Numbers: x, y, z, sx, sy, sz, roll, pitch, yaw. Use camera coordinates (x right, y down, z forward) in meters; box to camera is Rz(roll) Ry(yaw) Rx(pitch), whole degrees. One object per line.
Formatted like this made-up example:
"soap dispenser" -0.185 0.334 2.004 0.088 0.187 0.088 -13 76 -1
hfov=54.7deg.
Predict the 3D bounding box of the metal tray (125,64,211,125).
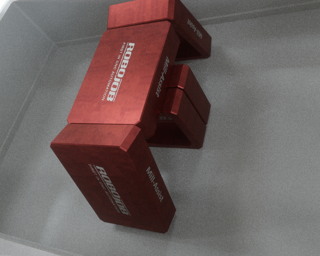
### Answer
"metal tray" -0.012 -0.037 0.391 0.130 0.090 0.030 1 62 28

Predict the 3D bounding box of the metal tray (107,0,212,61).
"metal tray" 0.004 -0.124 0.410 0.090 0.131 0.030 1 83 28

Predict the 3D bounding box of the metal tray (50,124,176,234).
"metal tray" -0.044 0.055 0.324 0.090 0.129 0.030 1 41 28

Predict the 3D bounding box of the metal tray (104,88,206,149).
"metal tray" -0.020 -0.009 0.379 0.130 0.090 0.030 1 62 28

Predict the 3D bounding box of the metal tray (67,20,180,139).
"metal tray" -0.037 -0.054 0.337 0.090 0.030 0.130 1 62 28
